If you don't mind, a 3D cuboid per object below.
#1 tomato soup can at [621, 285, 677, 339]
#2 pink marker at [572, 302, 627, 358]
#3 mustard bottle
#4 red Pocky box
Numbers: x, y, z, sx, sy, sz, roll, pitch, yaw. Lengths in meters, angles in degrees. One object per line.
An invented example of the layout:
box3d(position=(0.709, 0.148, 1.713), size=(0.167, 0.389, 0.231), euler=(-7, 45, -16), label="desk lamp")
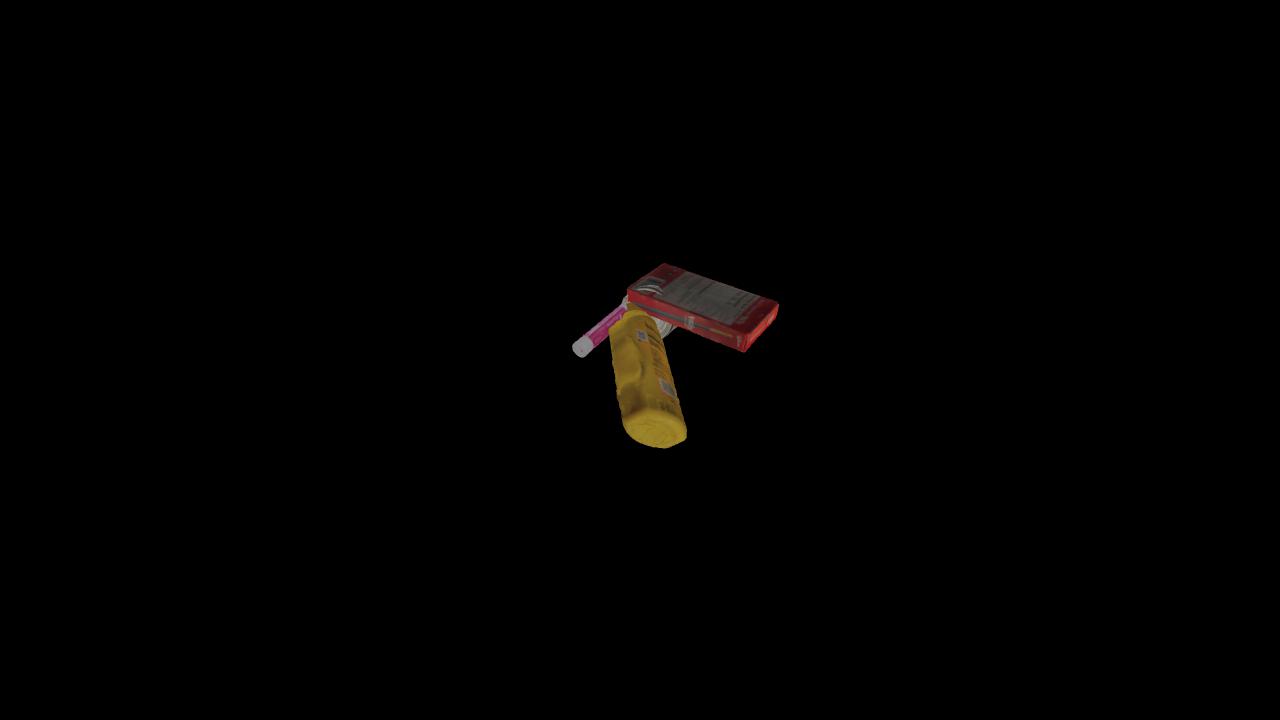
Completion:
box3d(position=(0.022, -0.064, 0.740), size=(0.068, 0.068, 0.101), euler=(0, 16, 20), label="tomato soup can")
box3d(position=(-0.031, -0.043, 0.689), size=(0.020, 0.020, 0.121), euler=(0, 34, 44), label="pink marker")
box3d(position=(0.002, 0.000, 0.676), size=(0.054, 0.184, 0.092), euler=(-31, -39, 25), label="mustard bottle")
box3d(position=(0.069, -0.062, 0.695), size=(0.155, 0.028, 0.083), euler=(24, 40, 25), label="red Pocky box")
